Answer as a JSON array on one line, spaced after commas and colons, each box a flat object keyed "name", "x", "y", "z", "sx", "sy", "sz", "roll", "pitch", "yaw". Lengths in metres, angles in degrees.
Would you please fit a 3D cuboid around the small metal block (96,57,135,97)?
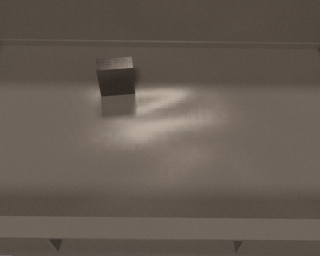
[{"name": "small metal block", "x": -0.064, "y": -0.074, "z": 0.450, "sx": 0.050, "sy": 0.050, "sz": 0.025, "roll": -5, "pitch": 51, "yaw": -5}]
